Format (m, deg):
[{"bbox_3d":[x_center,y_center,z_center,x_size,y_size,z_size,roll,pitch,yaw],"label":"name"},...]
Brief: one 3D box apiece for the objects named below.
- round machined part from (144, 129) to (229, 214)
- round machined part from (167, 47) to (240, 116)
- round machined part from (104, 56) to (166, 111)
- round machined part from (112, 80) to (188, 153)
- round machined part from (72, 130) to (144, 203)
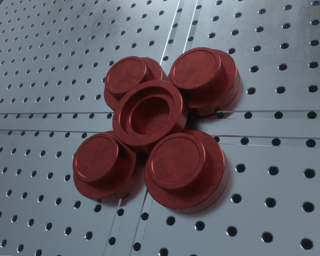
[{"bbox_3d":[0.025,0.044,0.355,0.098,0.042,0.098,-13,56,20],"label":"round machined part"},{"bbox_3d":[0.052,-0.068,0.410,0.098,0.042,0.098,-13,56,20],"label":"round machined part"},{"bbox_3d":[-0.042,-0.067,0.458,0.098,0.042,0.098,-13,56,20],"label":"round machined part"},{"bbox_3d":[-0.009,-0.012,0.406,0.098,0.042,0.098,-13,56,20],"label":"round machined part"},{"bbox_3d":[-0.074,0.046,0.407,0.098,0.042,0.098,-13,56,20],"label":"round machined part"}]
